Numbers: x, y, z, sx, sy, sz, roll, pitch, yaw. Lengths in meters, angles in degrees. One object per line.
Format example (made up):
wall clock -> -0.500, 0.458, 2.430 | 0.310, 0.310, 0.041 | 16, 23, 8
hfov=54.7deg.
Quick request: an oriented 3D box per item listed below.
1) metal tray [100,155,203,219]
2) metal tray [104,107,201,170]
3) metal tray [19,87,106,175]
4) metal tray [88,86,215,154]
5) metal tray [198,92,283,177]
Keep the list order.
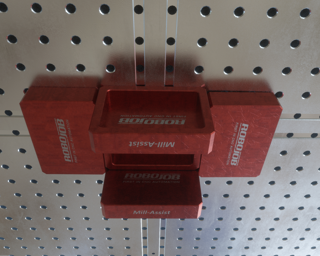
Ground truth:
metal tray -> -0.011, 0.080, 0.435 | 0.131, 0.090, 0.030 | 1, 130, -1
metal tray -> -0.010, 0.016, 0.419 | 0.131, 0.030, 0.089 | 0, 130, -1
metal tray -> -0.121, 0.008, 0.413 | 0.091, 0.030, 0.129 | 1, 130, -1
metal tray -> -0.009, -0.012, 0.359 | 0.131, 0.090, 0.030 | 1, 130, -1
metal tray -> 0.101, 0.013, 0.419 | 0.091, 0.030, 0.129 | 0, 130, -2
